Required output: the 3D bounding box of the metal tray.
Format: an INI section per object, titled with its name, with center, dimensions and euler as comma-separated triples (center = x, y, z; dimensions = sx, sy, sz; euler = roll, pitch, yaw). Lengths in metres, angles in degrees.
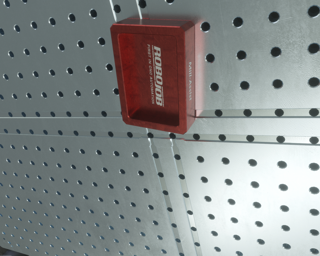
[metal tray]
center = -0.006, -0.061, 0.373
dimensions = 0.090, 0.030, 0.129
euler = 10, 123, 23
